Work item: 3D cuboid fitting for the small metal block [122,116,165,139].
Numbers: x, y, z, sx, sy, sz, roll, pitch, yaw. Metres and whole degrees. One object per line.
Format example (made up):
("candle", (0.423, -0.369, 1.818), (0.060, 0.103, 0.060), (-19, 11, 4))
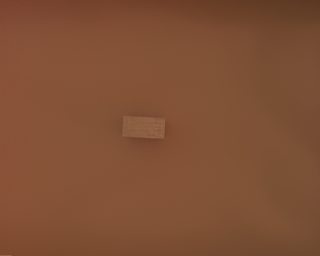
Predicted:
("small metal block", (-0.020, -0.001, 0.395), (0.050, 0.050, 0.025), (3, 90, -1))
